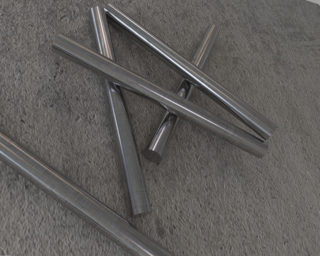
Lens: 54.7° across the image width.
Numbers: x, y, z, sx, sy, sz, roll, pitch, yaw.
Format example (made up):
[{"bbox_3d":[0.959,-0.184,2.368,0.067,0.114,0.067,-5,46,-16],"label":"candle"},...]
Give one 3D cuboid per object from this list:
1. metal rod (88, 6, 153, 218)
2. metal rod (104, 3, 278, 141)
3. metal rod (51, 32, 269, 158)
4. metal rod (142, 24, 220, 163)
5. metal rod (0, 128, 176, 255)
[{"bbox_3d":[-0.057,-0.038,0.395,0.025,0.025,0.299,-1,62,-29],"label":"metal rod"},{"bbox_3d":[0.036,-0.086,0.445,0.300,0.025,0.025,39,50,10],"label":"metal rod"},{"bbox_3d":[0.010,-0.035,0.396,0.301,0.025,0.025,27,53,-12],"label":"metal rod"},{"bbox_3d":[0.043,-0.071,0.470,0.025,0.025,0.301,33,51,-7],"label":"metal rod"},{"bbox_3d":[-0.093,0.066,0.313,0.301,0.025,0.025,37,51,-3],"label":"metal rod"}]
